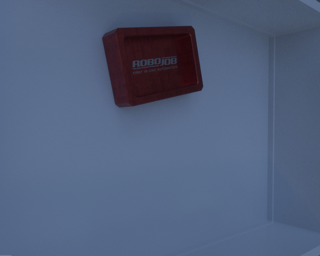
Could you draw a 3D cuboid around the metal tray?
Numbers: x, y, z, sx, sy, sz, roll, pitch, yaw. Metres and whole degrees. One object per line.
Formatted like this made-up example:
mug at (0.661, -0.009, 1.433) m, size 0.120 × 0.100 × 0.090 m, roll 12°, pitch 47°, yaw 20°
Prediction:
metal tray at (-0.003, -0.082, 0.402) m, size 0.131 × 0.030 × 0.089 m, roll -17°, pitch 101°, yaw -39°
